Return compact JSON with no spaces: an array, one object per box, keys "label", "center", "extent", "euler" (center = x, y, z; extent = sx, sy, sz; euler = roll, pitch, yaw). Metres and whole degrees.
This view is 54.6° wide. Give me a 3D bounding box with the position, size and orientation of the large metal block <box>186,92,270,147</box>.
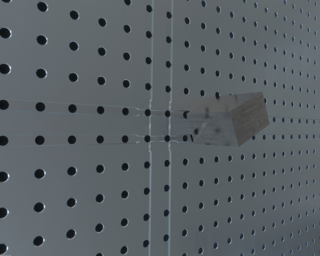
[{"label":"large metal block","center":[0.099,-0.014,0.455],"extent":[0.081,0.080,0.050],"euler":[-28,108,-36]}]
